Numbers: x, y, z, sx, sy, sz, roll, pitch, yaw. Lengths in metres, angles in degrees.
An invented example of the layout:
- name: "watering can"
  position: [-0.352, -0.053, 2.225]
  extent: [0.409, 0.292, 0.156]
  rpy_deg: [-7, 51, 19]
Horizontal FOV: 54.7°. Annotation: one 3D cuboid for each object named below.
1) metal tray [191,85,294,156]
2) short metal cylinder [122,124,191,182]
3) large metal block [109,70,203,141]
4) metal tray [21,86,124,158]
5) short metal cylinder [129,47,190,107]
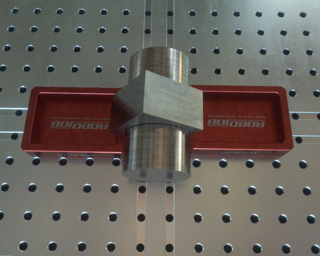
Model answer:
- name: "metal tray"
  position: [0.102, -0.010, 0.413]
  extent: [0.131, 0.030, 0.090]
  rpy_deg: [1, 70, 0]
- name: "short metal cylinder"
  position: [-0.003, 0.032, 0.370]
  extent: [0.081, 0.080, 0.050]
  rpy_deg: [2, 70, 0]
- name: "large metal block"
  position: [-0.005, -0.019, 0.374]
  extent: [0.081, 0.080, 0.050]
  rpy_deg: [15, 66, -31]
- name: "metal tray"
  position: [-0.106, -0.008, 0.410]
  extent: [0.131, 0.030, 0.090]
  rpy_deg: [1, 70, 0]
- name: "short metal cylinder"
  position: [-0.001, -0.062, 0.405]
  extent: [0.081, 0.080, 0.050]
  rpy_deg: [1, 70, 0]
